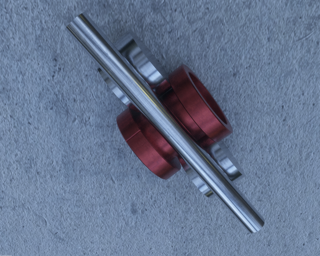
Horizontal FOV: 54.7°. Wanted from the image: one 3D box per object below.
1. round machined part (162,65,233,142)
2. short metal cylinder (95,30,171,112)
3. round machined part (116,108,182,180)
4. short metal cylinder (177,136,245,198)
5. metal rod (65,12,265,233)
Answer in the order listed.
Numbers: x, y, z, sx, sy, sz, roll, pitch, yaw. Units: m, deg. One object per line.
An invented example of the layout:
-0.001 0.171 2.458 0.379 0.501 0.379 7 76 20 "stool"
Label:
0.040 -0.023 0.364 0.042 0.098 0.098 -36 107 17 "round machined part"
-0.028 -0.065 0.357 0.050 0.080 0.080 -37 106 12 "short metal cylinder"
-0.004 0.011 0.375 0.042 0.098 0.098 -39 106 9 "round machined part"
0.064 0.043 0.398 0.050 0.080 0.080 -37 106 12 "short metal cylinder"
0.018 0.007 0.329 0.025 0.025 0.300 -38 106 12 "metal rod"
